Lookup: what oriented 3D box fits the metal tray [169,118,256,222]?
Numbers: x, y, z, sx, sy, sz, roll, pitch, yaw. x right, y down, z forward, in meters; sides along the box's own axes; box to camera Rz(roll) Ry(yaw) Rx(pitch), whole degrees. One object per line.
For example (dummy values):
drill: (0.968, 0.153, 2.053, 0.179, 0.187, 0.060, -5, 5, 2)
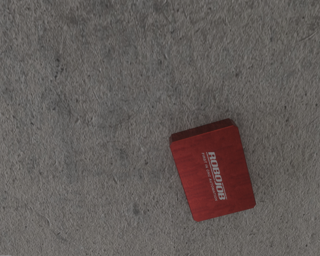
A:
metal tray: (0.073, 0.060, 0.430, 0.090, 0.030, 0.129, -16, 109, 6)
